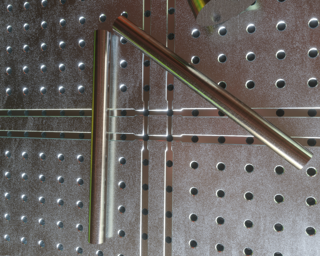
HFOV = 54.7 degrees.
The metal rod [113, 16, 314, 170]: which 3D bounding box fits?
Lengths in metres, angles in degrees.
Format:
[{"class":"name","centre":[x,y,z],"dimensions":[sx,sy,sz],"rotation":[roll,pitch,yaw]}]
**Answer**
[{"class":"metal rod","centre":[0.055,-0.053,0.393],"dimensions":[0.300,0.025,0.025],"rotation":[39,103,15]}]

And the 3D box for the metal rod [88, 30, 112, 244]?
[{"class":"metal rod","centre":[-0.086,0.013,0.442],"dimensions":[0.025,0.025,0.298],"rotation":[2,91,20]}]

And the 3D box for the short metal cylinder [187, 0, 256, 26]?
[{"class":"short metal cylinder","centre":[0.070,-0.163,0.359],"dimensions":[0.080,0.080,0.050],"rotation":[-25,82,18]}]
